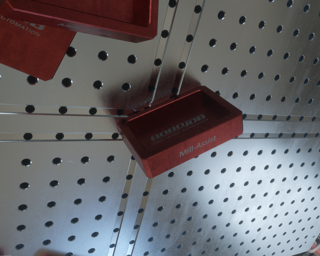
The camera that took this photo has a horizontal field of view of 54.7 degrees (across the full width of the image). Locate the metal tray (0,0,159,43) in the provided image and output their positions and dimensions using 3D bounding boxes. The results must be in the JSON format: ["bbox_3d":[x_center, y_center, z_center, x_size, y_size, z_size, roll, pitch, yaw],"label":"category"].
[{"bbox_3d":[-0.061,-0.129,0.262,0.131,0.030,0.089,0,95,-37],"label":"metal tray"}]

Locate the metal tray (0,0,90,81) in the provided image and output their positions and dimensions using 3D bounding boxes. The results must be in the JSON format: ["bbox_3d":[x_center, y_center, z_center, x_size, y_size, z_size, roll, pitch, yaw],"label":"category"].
[{"bbox_3d":[-0.139,-0.107,0.266,0.131,0.030,0.090,22,106,-37],"label":"metal tray"}]

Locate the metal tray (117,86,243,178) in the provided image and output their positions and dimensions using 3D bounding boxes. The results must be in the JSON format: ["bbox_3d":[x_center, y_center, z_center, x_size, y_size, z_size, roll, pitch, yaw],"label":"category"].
[{"bbox_3d":[0.024,-0.001,0.382,0.131,0.090,0.030,-24,127,-14],"label":"metal tray"}]
